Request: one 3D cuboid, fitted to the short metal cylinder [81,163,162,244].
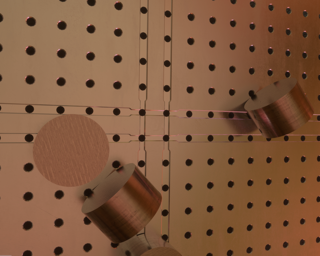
[{"bbox_3d":[-0.045,0.087,0.368,0.080,0.080,0.050,-43,104,-15],"label":"short metal cylinder"}]

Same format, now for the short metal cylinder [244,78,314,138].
[{"bbox_3d":[0.171,-0.029,0.448,0.080,0.080,0.050,-39,103,-16],"label":"short metal cylinder"}]

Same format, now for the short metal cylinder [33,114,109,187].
[{"bbox_3d":[-0.104,0.024,0.361,0.081,0.050,0.079,0,90,-21],"label":"short metal cylinder"}]

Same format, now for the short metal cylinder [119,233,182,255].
[{"bbox_3d":[-0.011,0.183,0.397,0.081,0.050,0.079,0,90,-21],"label":"short metal cylinder"}]
